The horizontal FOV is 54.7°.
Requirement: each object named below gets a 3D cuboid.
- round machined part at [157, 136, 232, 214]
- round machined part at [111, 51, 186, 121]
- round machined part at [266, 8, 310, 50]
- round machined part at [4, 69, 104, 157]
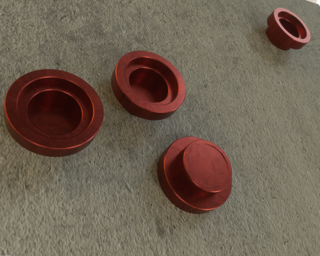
[{"bbox_3d":[0.050,0.054,0.387,0.099,0.042,0.098,14,56,-21],"label":"round machined part"},{"bbox_3d":[-0.018,-0.052,0.414,0.099,0.042,0.098,14,56,-21],"label":"round machined part"},{"bbox_3d":[0.268,-0.205,0.662,0.099,0.042,0.098,14,56,-21],"label":"round machined part"},{"bbox_3d":[-0.116,-0.013,0.338,0.099,0.042,0.098,14,56,-21],"label":"round machined part"}]
